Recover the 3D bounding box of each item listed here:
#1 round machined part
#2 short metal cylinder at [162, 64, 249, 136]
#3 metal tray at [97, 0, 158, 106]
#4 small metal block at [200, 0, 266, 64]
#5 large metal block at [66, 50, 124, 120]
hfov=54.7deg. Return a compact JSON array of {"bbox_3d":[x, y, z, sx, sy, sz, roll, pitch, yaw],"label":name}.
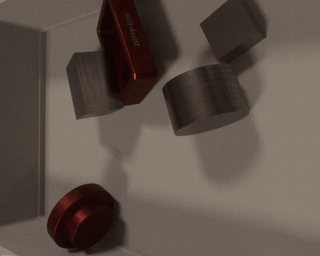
[{"bbox_3d":[-0.106,0.132,0.444,0.042,0.099,0.097,32,110,35],"label":"round machined part"},{"bbox_3d":[0.048,-0.027,0.330,0.080,0.081,0.050,-24,75,37],"label":"short metal cylinder"},{"bbox_3d":[-0.048,-0.105,0.415,0.090,0.030,0.129,-46,59,62],"label":"metal tray"},{"bbox_3d":[0.079,-0.107,0.340,0.050,0.025,0.050,-33,70,34],"label":"small metal block"},{"bbox_3d":[-0.095,-0.058,0.440,0.080,0.050,0.080,-10,92,66],"label":"large metal block"}]
